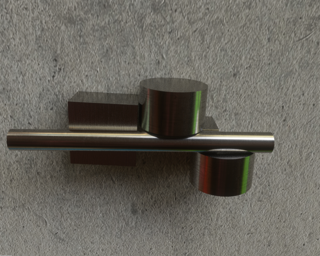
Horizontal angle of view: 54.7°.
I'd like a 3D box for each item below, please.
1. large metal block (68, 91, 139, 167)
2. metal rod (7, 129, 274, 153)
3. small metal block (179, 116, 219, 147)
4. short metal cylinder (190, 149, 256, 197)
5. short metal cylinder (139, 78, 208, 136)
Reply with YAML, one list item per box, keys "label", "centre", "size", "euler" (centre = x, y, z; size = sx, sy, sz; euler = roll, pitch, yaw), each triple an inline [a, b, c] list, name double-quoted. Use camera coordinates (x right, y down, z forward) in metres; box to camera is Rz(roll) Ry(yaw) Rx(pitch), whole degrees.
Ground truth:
- label: "large metal block"
  centre: [-0.068, 0.000, 0.393]
  size: [0.081, 0.050, 0.079]
  euler: [3, 110, -2]
- label: "metal rod"
  centre: [-0.020, 0.015, 0.362]
  size: [0.302, 0.025, 0.025]
  euler: [1, 110, -2]
- label: "small metal block"
  centre: [0.045, 0.004, 0.399]
  size: [0.050, 0.050, 0.025]
  euler: [1, 110, -1]
- label: "short metal cylinder"
  centre: [0.079, 0.045, 0.399]
  size: [0.081, 0.080, 0.050]
  euler: [0, 110, -1]
- label: "short metal cylinder"
  centre: [0.015, -0.028, 0.372]
  size: [0.081, 0.080, 0.050]
  euler: [2, 110, -1]
